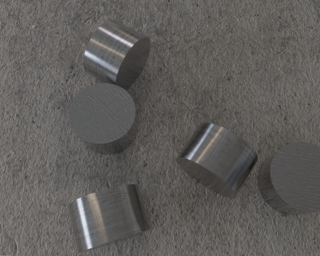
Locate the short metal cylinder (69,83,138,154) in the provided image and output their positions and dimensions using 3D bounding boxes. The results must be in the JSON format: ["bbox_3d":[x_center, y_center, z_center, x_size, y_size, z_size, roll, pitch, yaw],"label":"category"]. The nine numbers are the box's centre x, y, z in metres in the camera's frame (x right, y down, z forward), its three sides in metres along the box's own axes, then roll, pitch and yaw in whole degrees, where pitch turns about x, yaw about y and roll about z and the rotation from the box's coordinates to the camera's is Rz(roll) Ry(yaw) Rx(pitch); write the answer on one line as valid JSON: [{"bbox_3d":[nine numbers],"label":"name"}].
[{"bbox_3d":[-0.070,-0.011,0.398,0.081,0.050,0.080,0,70,0],"label":"short metal cylinder"}]

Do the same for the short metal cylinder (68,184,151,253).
[{"bbox_3d":[-0.055,0.100,0.342,0.080,0.080,0.050,-17,71,-6],"label":"short metal cylinder"}]

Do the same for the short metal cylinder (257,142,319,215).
[{"bbox_3d":[0.165,0.062,0.373,0.081,0.050,0.080,0,70,0],"label":"short metal cylinder"}]

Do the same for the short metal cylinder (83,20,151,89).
[{"bbox_3d":[-0.056,-0.095,0.413,0.050,0.080,0.080,31,73,11],"label":"short metal cylinder"}]

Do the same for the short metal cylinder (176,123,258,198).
[{"bbox_3d":[0.066,0.038,0.365,0.080,0.080,0.050,33,74,11],"label":"short metal cylinder"}]
